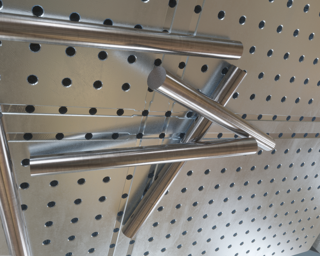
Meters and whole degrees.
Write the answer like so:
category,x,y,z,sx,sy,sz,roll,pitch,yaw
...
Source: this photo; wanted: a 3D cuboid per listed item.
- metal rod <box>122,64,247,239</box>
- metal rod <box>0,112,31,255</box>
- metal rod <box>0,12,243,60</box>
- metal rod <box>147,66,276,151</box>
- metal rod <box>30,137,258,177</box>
category,x,y,z,sx,sy,sz,roll,pitch,yaw
metal rod,0.030,0.042,0.455,0.025,0.025,0.299,23,106,-37
metal rod,-0.182,0.117,0.384,0.025,0.025,0.298,-10,123,-24
metal rod,-0.033,-0.096,0.334,0.303,0.025,0.025,-3,120,-28
metal rod,0.092,-0.012,0.423,0.301,0.025,0.025,22,107,-47
metal rod,-0.007,0.035,0.407,0.303,0.025,0.025,-4,121,-19
